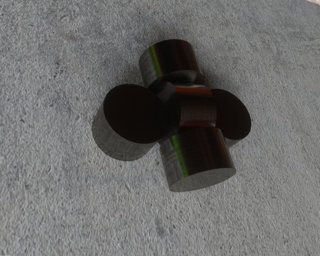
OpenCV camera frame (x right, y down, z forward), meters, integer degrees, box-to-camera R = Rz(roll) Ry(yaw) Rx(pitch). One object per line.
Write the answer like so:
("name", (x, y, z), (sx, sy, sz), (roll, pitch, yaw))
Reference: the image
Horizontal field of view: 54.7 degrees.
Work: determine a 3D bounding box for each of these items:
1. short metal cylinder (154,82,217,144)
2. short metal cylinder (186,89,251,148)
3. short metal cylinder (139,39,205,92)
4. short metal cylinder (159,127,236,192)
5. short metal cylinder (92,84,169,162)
("short metal cylinder", (0.027, -0.017, 0.396), (0.050, 0.080, 0.080), (0, 62, -28))
("short metal cylinder", (0.080, -0.008, 0.436), (0.081, 0.050, 0.080), (13, 57, -21))
("short metal cylinder", (0.015, -0.075, 0.424), (0.081, 0.080, 0.050), (0, 62, -28))
("short metal cylinder", (0.044, 0.040, 0.370), (0.081, 0.080, 0.050), (0, 62, -28))
("short metal cylinder", (-0.036, -0.006, 0.373), (0.081, 0.050, 0.080), (14, 55, -21))
